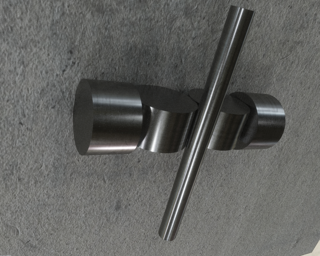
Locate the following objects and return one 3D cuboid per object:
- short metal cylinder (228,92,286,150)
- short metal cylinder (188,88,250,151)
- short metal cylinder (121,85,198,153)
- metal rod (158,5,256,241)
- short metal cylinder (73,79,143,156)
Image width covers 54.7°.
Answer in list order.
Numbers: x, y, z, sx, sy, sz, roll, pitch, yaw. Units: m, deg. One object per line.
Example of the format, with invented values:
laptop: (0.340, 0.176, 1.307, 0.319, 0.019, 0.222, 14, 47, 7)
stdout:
short metal cylinder: (0.126, -0.010, 0.436, 0.050, 0.080, 0.079, 1, 118, -29)
short metal cylinder: (0.069, -0.013, 0.402, 0.081, 0.080, 0.050, 1, 118, -29)
short metal cylinder: (-0.001, -0.013, 0.364, 0.081, 0.080, 0.050, 1, 118, -29)
metal rod: (0.045, 0.014, 0.362, 0.025, 0.025, 0.298, 1, 118, -29)
short metal cylinder: (-0.059, -0.011, 0.334, 0.050, 0.080, 0.079, 1, 118, -29)
